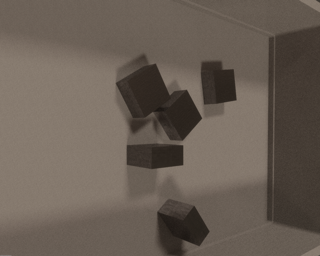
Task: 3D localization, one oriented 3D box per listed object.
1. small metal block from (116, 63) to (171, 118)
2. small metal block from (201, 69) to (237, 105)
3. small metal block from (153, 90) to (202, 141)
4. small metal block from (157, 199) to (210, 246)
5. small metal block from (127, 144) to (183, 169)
[{"bbox_3d":[-0.020,-0.047,0.392,0.050,0.025,0.050,-39,114,-33],"label":"small metal block"},{"bbox_3d":[0.093,-0.065,0.487,0.050,0.025,0.050,-12,98,-40],"label":"small metal block"},{"bbox_3d":[0.026,-0.018,0.430,0.050,0.025,0.050,-46,118,-30],"label":"small metal block"},{"bbox_3d":[0.032,0.127,0.419,0.025,0.050,0.050,-44,117,-31],"label":"small metal block"},{"bbox_3d":[-0.006,0.034,0.387,0.050,0.050,0.025,-1,91,-40],"label":"small metal block"}]
